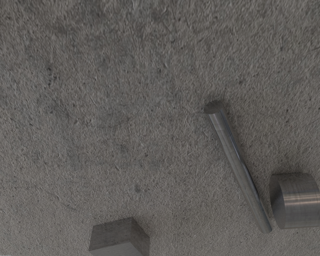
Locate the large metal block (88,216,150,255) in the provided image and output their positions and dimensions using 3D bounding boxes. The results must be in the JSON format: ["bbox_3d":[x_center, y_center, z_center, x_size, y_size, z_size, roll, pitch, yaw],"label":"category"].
[{"bbox_3d":[-0.072,0.215,0.573,0.080,0.050,0.080,-17,128,14],"label":"large metal block"}]

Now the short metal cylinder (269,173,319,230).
[{"bbox_3d":[0.202,0.109,0.466,0.050,0.080,0.080,-6,130,5],"label":"short metal cylinder"}]

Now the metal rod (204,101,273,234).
[{"bbox_3d":[0.129,0.077,0.474,0.025,0.025,0.299,-20,128,16],"label":"metal rod"}]
